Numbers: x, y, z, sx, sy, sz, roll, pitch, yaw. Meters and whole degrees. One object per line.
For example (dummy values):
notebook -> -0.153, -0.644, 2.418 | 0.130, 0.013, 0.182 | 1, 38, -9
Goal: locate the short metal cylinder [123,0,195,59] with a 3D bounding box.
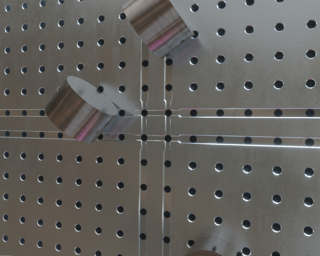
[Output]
short metal cylinder -> -0.001, -0.133, 0.383 | 0.050, 0.080, 0.080 | -34, 80, 17

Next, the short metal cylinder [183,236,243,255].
short metal cylinder -> 0.063, 0.179, 0.377 | 0.080, 0.050, 0.079 | 0, 90, 19

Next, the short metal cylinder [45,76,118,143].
short metal cylinder -> -0.105, -0.025, 0.419 | 0.080, 0.080, 0.050 | 44, 104, 14
